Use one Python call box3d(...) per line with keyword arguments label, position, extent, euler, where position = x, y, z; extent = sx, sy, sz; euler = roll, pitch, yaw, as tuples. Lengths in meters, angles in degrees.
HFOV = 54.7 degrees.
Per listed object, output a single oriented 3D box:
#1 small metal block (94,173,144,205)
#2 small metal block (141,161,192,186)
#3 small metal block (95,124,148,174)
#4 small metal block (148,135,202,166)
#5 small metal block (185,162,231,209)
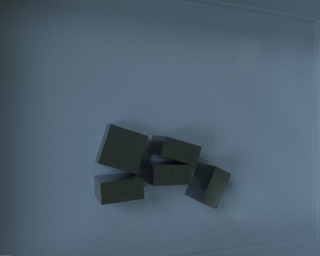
box3d(label="small metal block", position=(-0.051, 0.072, 0.379), extent=(0.050, 0.050, 0.025), euler=(-4, 92, -20))
box3d(label="small metal block", position=(0.007, 0.057, 0.401), extent=(0.050, 0.050, 0.025), euler=(2, 90, -20))
box3d(label="small metal block", position=(-0.049, 0.026, 0.393), extent=(0.050, 0.025, 0.050), euler=(19, 84, -20))
box3d(label="small metal block", position=(0.018, 0.029, 0.405), extent=(0.050, 0.050, 0.025), euler=(17, 84, -20))
box3d(label="small metal block", position=(0.064, 0.077, 0.423), extent=(0.025, 0.050, 0.050), euler=(27, 81, -19))
